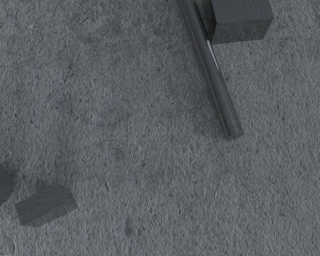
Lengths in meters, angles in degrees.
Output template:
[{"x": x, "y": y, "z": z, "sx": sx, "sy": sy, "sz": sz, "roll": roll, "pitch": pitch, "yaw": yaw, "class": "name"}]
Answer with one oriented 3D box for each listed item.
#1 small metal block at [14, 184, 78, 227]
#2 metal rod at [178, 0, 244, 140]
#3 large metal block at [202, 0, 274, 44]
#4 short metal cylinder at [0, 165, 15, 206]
[{"x": -0.130, "y": 0.091, "z": 0.360, "sx": 0.050, "sy": 0.050, "sz": 0.025, "roll": -25, "pitch": 72, "yaw": -9, "class": "small metal block"}, {"x": 0.061, "y": -0.125, "z": 0.454, "sx": 0.025, "sy": 0.025, "sz": 0.299, "roll": -13, "pitch": 71, "yaw": -5, "class": "metal rod"}, {"x": 0.112, "y": -0.176, "z": 0.461, "sx": 0.081, "sy": 0.050, "sz": 0.080, "roll": -7, "pitch": 70, "yaw": -3, "class": "large metal block"}, {"x": -0.217, "y": 0.069, "z": 0.351, "sx": 0.050, "sy": 0.080, "sz": 0.080, "roll": 42, "pitch": 75, "yaw": 13, "class": "short metal cylinder"}]
